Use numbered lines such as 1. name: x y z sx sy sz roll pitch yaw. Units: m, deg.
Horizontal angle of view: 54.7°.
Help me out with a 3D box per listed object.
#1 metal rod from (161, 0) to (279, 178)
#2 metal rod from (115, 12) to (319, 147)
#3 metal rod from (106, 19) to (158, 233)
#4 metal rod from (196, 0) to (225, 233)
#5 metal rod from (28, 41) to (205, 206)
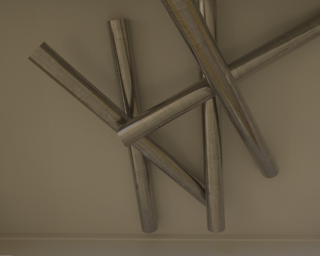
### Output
1. metal rod: 0.080 -0.030 0.345 0.025 0.025 0.300 -31 129 11
2. metal rod: 0.086 -0.064 0.358 0.301 0.025 0.025 -30 108 -2
3. metal rod: -0.033 0.012 0.415 0.025 0.025 0.298 -7 110 2
4. metal rod: 0.066 -0.004 0.396 0.025 0.025 0.298 -5 105 1
5. metal rod: -0.029 0.011 0.387 0.025 0.025 0.300 -41 116 13
